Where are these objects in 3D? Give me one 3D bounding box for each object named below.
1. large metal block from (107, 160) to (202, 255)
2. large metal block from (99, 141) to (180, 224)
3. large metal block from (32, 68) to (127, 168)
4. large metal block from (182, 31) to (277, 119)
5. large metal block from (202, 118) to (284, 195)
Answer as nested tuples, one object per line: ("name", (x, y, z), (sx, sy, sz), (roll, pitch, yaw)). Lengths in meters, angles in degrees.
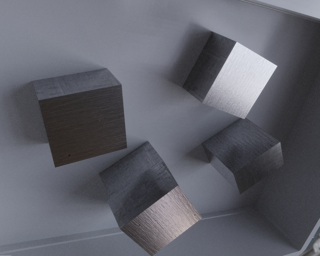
("large metal block", (-0.005, 0.102, 0.389), (0.080, 0.050, 0.080), (-36, 130, -4))
("large metal block", (-0.024, 0.079, 0.430), (0.080, 0.050, 0.080), (-34, 129, -6))
("large metal block", (-0.085, -0.013, 0.339), (0.081, 0.050, 0.079), (-15, 125, -21))
("large metal block", (0.090, -0.066, 0.402), (0.081, 0.050, 0.080), (16, 110, -35))
("large metal block", (0.124, 0.038, 0.467), (0.080, 0.080, 0.050), (-32, 129, -8))
